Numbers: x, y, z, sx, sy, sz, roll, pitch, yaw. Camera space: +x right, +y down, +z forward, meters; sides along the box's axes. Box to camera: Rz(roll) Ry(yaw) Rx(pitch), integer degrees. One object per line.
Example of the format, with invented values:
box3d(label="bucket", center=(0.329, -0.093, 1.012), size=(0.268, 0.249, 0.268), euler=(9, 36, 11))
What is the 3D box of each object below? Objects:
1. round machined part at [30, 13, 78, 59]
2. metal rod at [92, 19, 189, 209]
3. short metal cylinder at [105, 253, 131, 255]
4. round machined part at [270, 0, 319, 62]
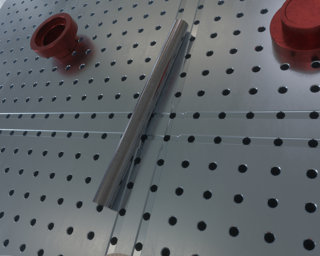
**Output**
box3d(label="round machined part", center=(-0.203, -0.176, 0.612), size=(0.098, 0.042, 0.098), euler=(-13, 56, 21))
box3d(label="metal rod", center=(-0.020, -0.033, 0.438), size=(0.025, 0.025, 0.300), euler=(9, 66, 32))
box3d(label="short metal cylinder", center=(-0.035, 0.170, 0.306), size=(0.080, 0.050, 0.080), euler=(-13, 56, 21))
box3d(label="round machined part", center=(0.186, -0.133, 0.381), size=(0.098, 0.042, 0.098), euler=(-13, 56, 21))
